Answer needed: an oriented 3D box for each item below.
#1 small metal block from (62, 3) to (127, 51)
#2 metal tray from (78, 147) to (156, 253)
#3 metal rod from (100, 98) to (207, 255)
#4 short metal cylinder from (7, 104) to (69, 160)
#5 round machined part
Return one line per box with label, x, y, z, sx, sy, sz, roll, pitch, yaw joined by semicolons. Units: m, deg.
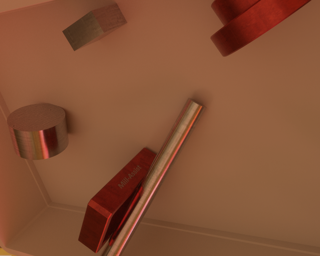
small metal block;-0.074;-0.117;0.358;0.050;0.050;0.025;-18;109;35
metal tray;-0.052;0.095;0.424;0.030;0.131;0.089;32;128;12
metal rod;-0.025;0.097;0.402;0.025;0.025;0.298;31;103;8
short metal cylinder;-0.183;0.004;0.469;0.080;0.080;0.050;16;125;18
round machined part;0.082;-0.105;0.254;0.098;0.098;0.042;-31;99;37
